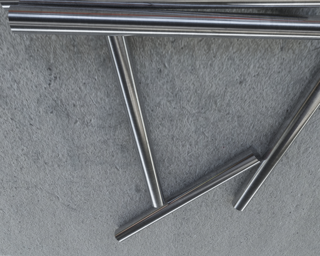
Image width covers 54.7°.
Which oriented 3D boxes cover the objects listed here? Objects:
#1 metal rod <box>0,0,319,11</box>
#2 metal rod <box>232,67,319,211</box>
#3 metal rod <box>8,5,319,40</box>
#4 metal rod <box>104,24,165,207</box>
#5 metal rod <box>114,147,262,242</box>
[{"bbox_3d":[0.002,-0.127,0.298,0.302,0.025,0.025,-1,130,0],"label":"metal rod"},{"bbox_3d":[0.168,0.017,0.423,0.025,0.025,0.298,11,129,-9],"label":"metal rod"},{"bbox_3d":[0.016,-0.102,0.302,0.302,0.025,0.025,-1,130,-7],"label":"metal rod"},{"bbox_3d":[-0.026,0.008,0.413,0.025,0.025,0.298,-6,130,5],"label":"metal rod"},{"bbox_3d":[0.031,0.118,0.507,0.299,0.025,0.025,-37,121,27],"label":"metal rod"}]
